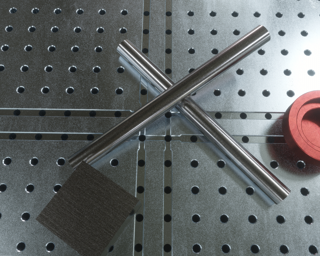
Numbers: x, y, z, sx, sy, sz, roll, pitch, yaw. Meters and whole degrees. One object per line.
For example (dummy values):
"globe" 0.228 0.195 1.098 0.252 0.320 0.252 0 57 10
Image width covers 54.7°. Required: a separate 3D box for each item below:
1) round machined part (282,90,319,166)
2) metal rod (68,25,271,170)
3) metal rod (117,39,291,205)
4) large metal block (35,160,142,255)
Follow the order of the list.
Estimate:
"round machined part" 0.208 0.003 0.404 0.099 0.042 0.098 0 70 -1
"metal rod" 0.014 -0.038 0.400 0.301 0.025 0.025 -35 74 -3
"metal rod" 0.049 -0.017 0.418 0.025 0.025 0.300 -42 76 -14
"large metal block" -0.079 0.098 0.362 0.080 0.050 0.080 33 73 11
